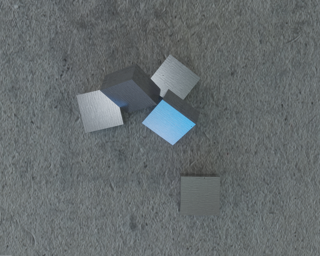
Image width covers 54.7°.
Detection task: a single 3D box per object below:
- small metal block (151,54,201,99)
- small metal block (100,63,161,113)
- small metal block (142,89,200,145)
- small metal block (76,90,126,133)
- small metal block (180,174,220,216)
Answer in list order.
[{"bbox_3d":[0.017,-0.060,0.410,0.050,0.025,0.050,38,89,0],"label":"small metal block"},{"bbox_3d":[-0.036,-0.047,0.383,0.050,0.050,0.025,-13,51,33],"label":"small metal block"},{"bbox_3d":[0.014,-0.013,0.393,0.050,0.025,0.050,36,132,-9],"label":"small metal block"},{"bbox_3d":[-0.077,-0.023,0.409,0.050,0.025,0.050,-13,90,0],"label":"small metal block"},{"bbox_3d":[0.052,0.087,0.410,0.050,0.025,0.050,1,90,0],"label":"small metal block"}]
